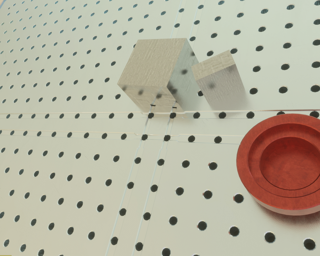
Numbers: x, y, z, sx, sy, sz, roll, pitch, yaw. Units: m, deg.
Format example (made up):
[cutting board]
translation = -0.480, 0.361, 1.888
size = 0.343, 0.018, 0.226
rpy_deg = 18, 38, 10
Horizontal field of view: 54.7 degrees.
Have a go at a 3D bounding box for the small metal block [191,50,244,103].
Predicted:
[small metal block]
translation = 0.074, -0.064, 0.393
size = 0.050, 0.050, 0.025
rpy_deg = -22, 54, 15

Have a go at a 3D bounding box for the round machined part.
[round machined part]
translation = 0.129, 0.038, 0.306
size = 0.098, 0.042, 0.098
rpy_deg = -13, 56, 21

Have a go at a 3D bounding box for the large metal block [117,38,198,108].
[large metal block]
translation = -0.002, -0.079, 0.442
size = 0.080, 0.050, 0.080
rpy_deg = 8, 66, 31
